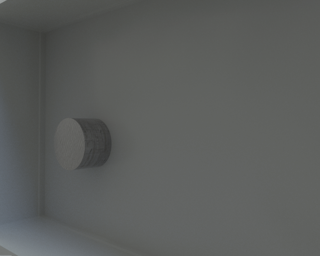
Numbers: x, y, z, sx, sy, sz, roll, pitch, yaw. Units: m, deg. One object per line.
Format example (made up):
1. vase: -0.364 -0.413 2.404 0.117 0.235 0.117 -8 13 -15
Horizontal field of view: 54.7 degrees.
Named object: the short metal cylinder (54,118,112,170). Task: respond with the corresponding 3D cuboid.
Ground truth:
1. short metal cylinder: -0.123 0.024 0.489 0.080 0.050 0.079 0 90 39
